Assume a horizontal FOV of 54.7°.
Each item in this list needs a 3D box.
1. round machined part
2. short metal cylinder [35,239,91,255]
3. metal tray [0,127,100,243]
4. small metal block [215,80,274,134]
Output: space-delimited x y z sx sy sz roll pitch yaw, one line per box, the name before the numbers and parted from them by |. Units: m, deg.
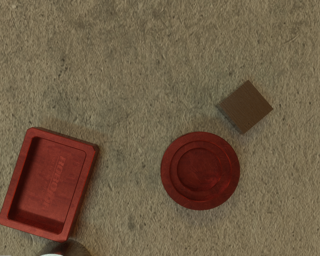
round machined part | 0.050 0.053 0.402 0.099 0.042 0.097 0 90 -1
short metal cylinder | -0.130 0.191 0.396 0.081 0.050 0.079 0 90 -1
metal tray | -0.143 0.072 0.405 0.090 0.030 0.129 18 90 -1
small metal block | 0.111 -0.027 0.411 0.050 0.025 0.050 -40 91 0
